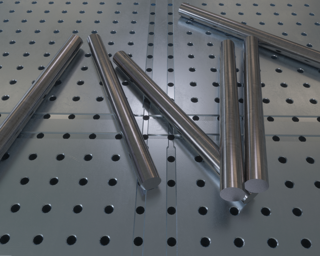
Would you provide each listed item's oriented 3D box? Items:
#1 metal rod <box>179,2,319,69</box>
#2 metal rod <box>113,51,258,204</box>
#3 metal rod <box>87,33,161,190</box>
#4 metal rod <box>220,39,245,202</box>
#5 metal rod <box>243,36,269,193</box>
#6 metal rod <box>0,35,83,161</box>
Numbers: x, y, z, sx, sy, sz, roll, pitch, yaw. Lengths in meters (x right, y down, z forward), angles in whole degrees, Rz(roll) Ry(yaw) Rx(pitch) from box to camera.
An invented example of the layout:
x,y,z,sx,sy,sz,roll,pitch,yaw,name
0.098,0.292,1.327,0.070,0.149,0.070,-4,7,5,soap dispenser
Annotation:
x,y,z,sx,sy,sz,roll,pitch,yaw,name
0.164,-0.163,0.545,0.300,0.025,0.025,29,56,22,metal rod
0.018,-0.019,0.423,0.025,0.025,0.300,-27,55,-21,metal rod
-0.062,-0.044,0.444,0.025,0.025,0.300,-16,52,-13,metal rod
0.093,-0.036,0.418,0.025,0.025,0.300,6,44,5,metal rod
0.128,-0.043,0.427,0.025,0.025,0.300,8,45,7,metal rod
-0.182,-0.039,0.439,0.025,0.025,0.300,11,51,9,metal rod
